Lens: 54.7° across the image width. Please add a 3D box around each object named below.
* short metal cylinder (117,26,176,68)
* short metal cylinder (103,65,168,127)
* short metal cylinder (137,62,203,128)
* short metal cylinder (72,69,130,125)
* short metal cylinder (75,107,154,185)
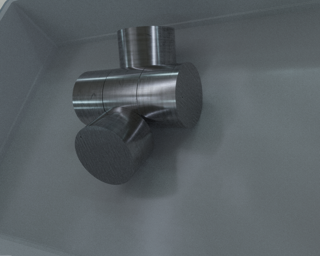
[{"bbox_3d":[-0.018,-0.111,0.437,0.080,0.080,0.050,2,101,29],"label":"short metal cylinder"},{"bbox_3d":[-0.030,-0.041,0.409,0.050,0.080,0.080,1,62,29],"label":"short metal cylinder"},{"bbox_3d":[0.015,-0.040,0.385,0.050,0.080,0.080,1,62,29],"label":"short metal cylinder"},{"bbox_3d":[-0.074,-0.041,0.433,0.050,0.080,0.080,1,62,29],"label":"short metal cylinder"},{"bbox_3d":[-0.054,0.021,0.374,0.080,0.080,0.050,0,28,28],"label":"short metal cylinder"}]
